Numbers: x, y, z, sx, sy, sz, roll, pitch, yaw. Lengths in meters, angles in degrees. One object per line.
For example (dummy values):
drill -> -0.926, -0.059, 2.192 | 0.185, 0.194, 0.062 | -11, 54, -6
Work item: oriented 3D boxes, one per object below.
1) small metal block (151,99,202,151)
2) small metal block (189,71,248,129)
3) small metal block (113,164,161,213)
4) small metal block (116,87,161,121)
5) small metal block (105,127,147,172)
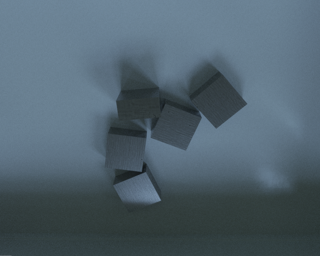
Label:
small metal block -> 0.020, -0.004, 0.410 | 0.050, 0.025, 0.050 | 21, 109, -8
small metal block -> 0.074, -0.036, 0.399 | 0.050, 0.025, 0.050 | -40, 106, 13
small metal block -> -0.032, 0.086, 0.443 | 0.050, 0.025, 0.050 | -23, 109, 8
small metal block -> -0.025, -0.031, 0.386 | 0.050, 0.050, 0.025 | -5, 110, 1
small metal block -> -0.046, 0.029, 0.421 | 0.050, 0.025, 0.050 | 7, 110, -3
